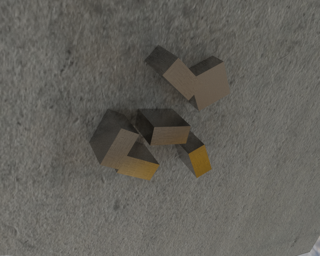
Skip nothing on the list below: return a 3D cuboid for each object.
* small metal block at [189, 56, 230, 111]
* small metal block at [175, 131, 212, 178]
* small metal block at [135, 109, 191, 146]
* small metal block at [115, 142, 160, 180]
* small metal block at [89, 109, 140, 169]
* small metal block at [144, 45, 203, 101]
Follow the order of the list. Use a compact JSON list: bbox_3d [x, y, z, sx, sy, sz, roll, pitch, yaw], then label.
[{"bbox_3d":[0.060,-0.058,0.405,0.050,0.025,0.050,-30,129,-10],"label":"small metal block"},{"bbox_3d":[0.044,0.034,0.438,0.025,0.050,0.050,-30,129,-10],"label":"small metal block"},{"bbox_3d":[0.003,-0.003,0.392,0.050,0.050,0.025,-2,119,-28],"label":"small metal block"},{"bbox_3d":[-0.036,0.038,0.396,0.050,0.050,0.025,20,107,-36],"label":"small metal block"},{"bbox_3d":[-0.056,0.013,0.369,0.025,0.050,0.050,21,107,-36],"label":"small metal block"},{"bbox_3d":[0.016,-0.065,0.361,0.025,0.050,0.050,-48,129,5],"label":"small metal block"}]
